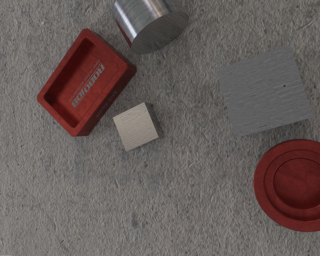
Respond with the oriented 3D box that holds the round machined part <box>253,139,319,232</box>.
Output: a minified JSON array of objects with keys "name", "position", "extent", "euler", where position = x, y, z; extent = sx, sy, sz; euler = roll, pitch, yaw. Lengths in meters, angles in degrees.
[{"name":"round machined part","position":[0.156,0.060,0.345],"extent":[0.098,0.042,0.097],"euler":[0,90,20]}]

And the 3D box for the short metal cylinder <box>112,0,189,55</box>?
[{"name":"short metal cylinder","position":[-0.012,-0.136,0.384],"extent":[0.080,0.080,0.050],"euler":[-32,80,17]}]

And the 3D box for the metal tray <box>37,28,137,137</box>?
[{"name":"metal tray","position":[-0.107,-0.063,0.443],"extent":[0.090,0.030,0.130],"euler":[43,103,15]}]

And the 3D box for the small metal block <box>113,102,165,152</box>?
[{"name":"small metal block","position":[-0.028,-0.001,0.419],"extent":[0.050,0.025,0.050],"euler":[-25,82,18]}]

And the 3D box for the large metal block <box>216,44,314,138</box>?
[{"name":"large metal block","position":[0.118,-0.038,0.354],"extent":[0.080,0.050,0.080],"euler":[-17,84,19]}]
